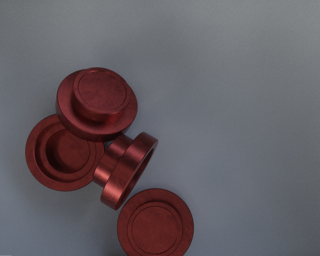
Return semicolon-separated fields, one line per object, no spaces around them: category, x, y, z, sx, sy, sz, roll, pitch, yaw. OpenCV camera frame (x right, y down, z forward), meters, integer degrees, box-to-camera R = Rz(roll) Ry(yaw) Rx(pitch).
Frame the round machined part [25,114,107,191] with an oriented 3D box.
round machined part;-0.117;0.029;0.402;0.099;0.042;0.097;0;90;0

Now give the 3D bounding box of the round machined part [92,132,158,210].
round machined part;-0.045;0.046;0.375;0.042;0.098;0.098;30;90;6

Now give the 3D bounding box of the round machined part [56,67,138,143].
round machined part;-0.074;-0.035;0.377;0.099;0.042;0.098;11;56;-18

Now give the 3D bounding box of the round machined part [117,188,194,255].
round machined part;-0.006;0.127;0.395;0.099;0.042;0.098;0;80;0
